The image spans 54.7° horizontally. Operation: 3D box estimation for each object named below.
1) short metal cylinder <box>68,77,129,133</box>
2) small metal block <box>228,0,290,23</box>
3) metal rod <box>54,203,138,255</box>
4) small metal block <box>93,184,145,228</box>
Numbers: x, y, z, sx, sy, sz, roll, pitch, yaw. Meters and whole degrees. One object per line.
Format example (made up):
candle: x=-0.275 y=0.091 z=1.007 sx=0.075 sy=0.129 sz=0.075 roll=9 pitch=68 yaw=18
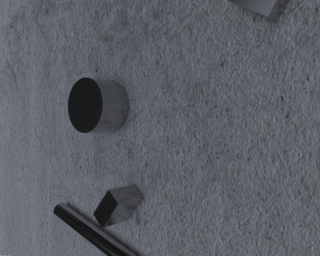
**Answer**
short metal cylinder: x=-0.092 y=-0.033 z=0.462 sx=0.080 sy=0.050 sz=0.079 roll=0 pitch=90 yaw=39
small metal block: x=0.107 y=-0.143 z=0.316 sx=0.050 sy=0.025 sz=0.050 roll=39 pitch=114 yaw=32
metal rod: x=-0.064 y=0.182 z=0.455 sx=0.300 sy=0.025 sz=0.025 roll=19 pitch=102 yaw=38
small metal block: x=-0.057 y=0.109 z=0.434 sx=0.025 sy=0.050 sz=0.050 roll=47 pitch=118 yaw=29
